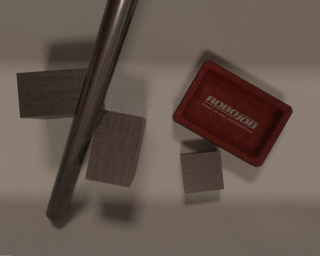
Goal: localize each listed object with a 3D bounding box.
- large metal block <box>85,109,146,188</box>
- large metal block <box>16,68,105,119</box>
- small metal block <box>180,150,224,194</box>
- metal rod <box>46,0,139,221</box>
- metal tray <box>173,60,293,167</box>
[{"bbox_3d":[-0.051,0.022,0.383,0.050,0.080,0.080,11,90,0],"label":"large metal block"},{"bbox_3d":[-0.117,-0.039,0.382,0.081,0.080,0.050,-5,90,-1],"label":"large metal block"},{"bbox_3d":[0.055,0.057,0.412,0.050,0.025,0.050,-7,90,-1],"label":"small metal block"},{"bbox_3d":[-0.083,-0.002,0.337,0.025,0.025,0.298,25,120,-1],"label":"metal rod"},{"bbox_3d":[0.094,-0.018,0.410,0.130,0.030,0.090,30,90,-1],"label":"metal tray"}]
